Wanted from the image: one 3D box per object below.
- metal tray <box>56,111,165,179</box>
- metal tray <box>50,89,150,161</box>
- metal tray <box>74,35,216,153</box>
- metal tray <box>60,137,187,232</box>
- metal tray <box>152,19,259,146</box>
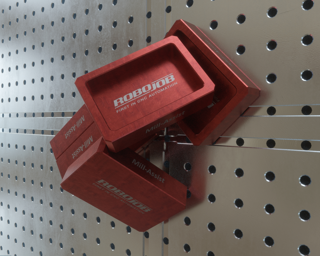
[{"bbox_3d":[-0.067,0.024,0.418,0.130,0.091,0.030,-39,66,32],"label":"metal tray"},{"bbox_3d":[-0.080,-0.001,0.430,0.130,0.091,0.030,-39,66,32],"label":"metal tray"},{"bbox_3d":[-0.016,-0.041,0.347,0.131,0.030,0.090,-27,66,-11],"label":"metal tray"},{"bbox_3d":[-0.042,0.073,0.382,0.090,0.130,0.030,-39,25,33],"label":"metal tray"},{"bbox_3d":[0.041,-0.054,0.369,0.090,0.030,0.130,-51,61,27],"label":"metal tray"}]
